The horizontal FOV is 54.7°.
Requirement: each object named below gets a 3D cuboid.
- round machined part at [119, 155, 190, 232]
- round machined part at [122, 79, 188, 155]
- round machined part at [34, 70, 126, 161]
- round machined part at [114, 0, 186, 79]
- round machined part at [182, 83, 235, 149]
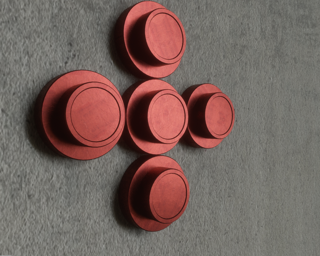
[{"bbox_3d":[0.000,0.084,0.397,0.099,0.042,0.097,0,90,-40],"label":"round machined part"},{"bbox_3d":[-0.002,-0.014,0.395,0.099,0.042,0.097,0,90,-40],"label":"round machined part"},{"bbox_3d":[-0.078,-0.014,0.332,0.099,0.042,0.097,0,90,-40],"label":"round machined part"},{"bbox_3d":[-0.005,-0.112,0.393,0.099,0.042,0.097,0,90,-40],"label":"round machined part"},{"bbox_3d":[0.074,-0.018,0.459,0.099,0.042,0.097,0,90,-40],"label":"round machined part"}]
